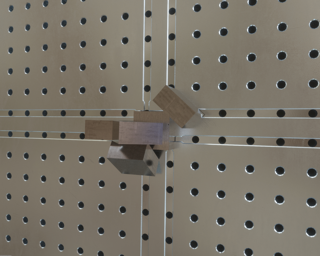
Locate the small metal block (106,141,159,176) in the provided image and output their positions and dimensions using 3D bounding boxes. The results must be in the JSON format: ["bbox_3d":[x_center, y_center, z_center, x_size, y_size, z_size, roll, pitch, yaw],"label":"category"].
[{"bbox_3d":[-0.034,0.041,0.409,0.050,0.050,0.025,1,59,20],"label":"small metal block"}]

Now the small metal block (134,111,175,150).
[{"bbox_3d":[-0.008,0.003,0.416,0.050,0.025,0.050,2,90,19],"label":"small metal block"}]

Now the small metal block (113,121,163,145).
[{"bbox_3d":[-0.028,0.005,0.372,0.050,0.050,0.025,2,92,-17],"label":"small metal block"}]

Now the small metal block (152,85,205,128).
[{"bbox_3d":[0.025,-0.026,0.391,0.050,0.050,0.025,45,103,14],"label":"small metal block"}]

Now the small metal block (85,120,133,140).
[{"bbox_3d":[-0.066,0.002,0.423,0.050,0.050,0.025,2,91,20],"label":"small metal block"}]
